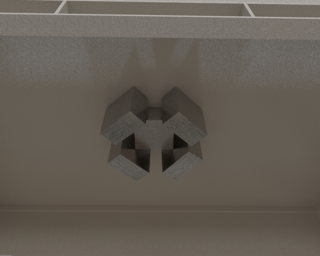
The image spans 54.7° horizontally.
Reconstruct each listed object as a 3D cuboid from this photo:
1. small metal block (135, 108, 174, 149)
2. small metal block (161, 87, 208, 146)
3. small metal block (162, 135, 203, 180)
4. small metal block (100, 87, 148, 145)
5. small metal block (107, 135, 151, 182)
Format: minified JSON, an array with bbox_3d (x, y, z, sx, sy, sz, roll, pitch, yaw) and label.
[{"bbox_3d":[-0.007,0.001,0.407,0.050,0.025,0.050,0,130,-1],"label":"small metal block"},{"bbox_3d":[0.029,-0.014,0.378,0.025,0.050,0.050,-38,122,26],"label":"small metal block"},{"bbox_3d":[0.028,0.034,0.418,0.025,0.050,0.050,33,122,-26],"label":"small metal block"},{"bbox_3d":[-0.043,-0.015,0.377,0.050,0.050,0.025,-34,122,26],"label":"small metal block"},{"bbox_3d":[-0.040,0.036,0.421,0.025,0.050,0.050,-37,121,28],"label":"small metal block"}]
